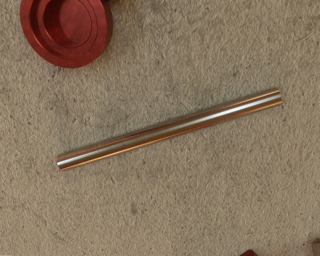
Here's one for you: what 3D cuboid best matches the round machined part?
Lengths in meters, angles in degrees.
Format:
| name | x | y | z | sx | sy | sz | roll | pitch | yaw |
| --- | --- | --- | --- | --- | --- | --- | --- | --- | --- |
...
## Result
| name | x | y | z | sx | sy | sz | roll | pitch | yaw |
| --- | --- | --- | --- | --- | --- | --- | --- | --- | --- |
| round machined part | -0.100 | -0.120 | 0.349 | 0.099 | 0.042 | 0.097 | 4 | 116 | 8 |

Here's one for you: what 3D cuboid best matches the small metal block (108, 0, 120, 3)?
| name | x | y | z | sx | sy | sz | roll | pitch | yaw |
| --- | --- | --- | --- | --- | --- | --- | --- | --- | --- |
| small metal block | -0.052 | -0.165 | 0.332 | 0.025 | 0.050 | 0.050 | -28 | 112 | -25 |

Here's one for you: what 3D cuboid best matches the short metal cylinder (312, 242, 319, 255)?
| name | x | y | z | sx | sy | sz | roll | pitch | yaw |
| --- | --- | --- | --- | --- | --- | --- | --- | --- | --- |
| short metal cylinder | 0.271 | 0.207 | 0.461 | 0.050 | 0.080 | 0.080 | -20 | 109 | 7 |

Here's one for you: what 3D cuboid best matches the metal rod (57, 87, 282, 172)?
| name | x | y | z | sx | sy | sz | roll | pitch | yaw |
| --- | --- | --- | --- | --- | --- | --- | --- | --- | --- |
| metal rod | 0.008 | 0.004 | 0.411 | 0.301 | 0.025 | 0.025 | -17 | 109 | 5 |

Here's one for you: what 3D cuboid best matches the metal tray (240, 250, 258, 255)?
| name | x | y | z | sx | sy | sz | roll | pitch | yaw |
| --- | --- | --- | --- | --- | --- | --- | --- | --- | --- |
| metal tray | 0.108 | 0.258 | 0.471 | 0.130 | 0.090 | 0.030 | -40 | 106 | 13 |
